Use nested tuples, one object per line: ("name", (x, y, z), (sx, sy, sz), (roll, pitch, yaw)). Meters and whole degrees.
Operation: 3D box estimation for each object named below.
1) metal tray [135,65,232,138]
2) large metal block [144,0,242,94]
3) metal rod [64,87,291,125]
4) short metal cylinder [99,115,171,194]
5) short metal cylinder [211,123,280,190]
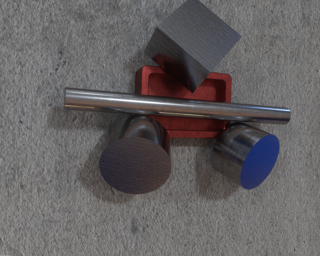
("metal tray", (0.032, -0.032, 0.420), (0.131, 0.030, 0.089), (2, 89, -20))
("large metal block", (0.041, -0.105, 0.389), (0.080, 0.050, 0.080), (41, 60, 0))
("metal rod", (0.037, -0.025, 0.392), (0.302, 0.025, 0.025), (3, 89, -20))
("short metal cylinder", (-0.027, 0.031, 0.367), (0.081, 0.050, 0.079), (0, 120, 0))
("short metal cylinder", (0.117, 0.036, 0.423), (0.081, 0.050, 0.079), (-20, 123, -33))
